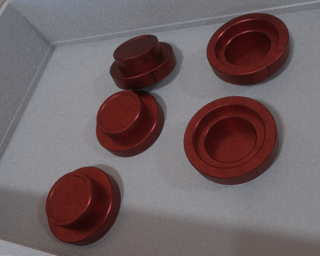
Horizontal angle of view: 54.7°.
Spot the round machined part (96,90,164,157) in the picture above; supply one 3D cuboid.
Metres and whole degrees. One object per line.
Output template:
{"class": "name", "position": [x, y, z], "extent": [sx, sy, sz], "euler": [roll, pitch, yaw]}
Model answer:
{"class": "round machined part", "position": [-0.047, -0.013, 0.426], "extent": [0.098, 0.042, 0.098], "euler": [-13, 56, 20]}

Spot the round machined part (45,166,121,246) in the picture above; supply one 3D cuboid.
{"class": "round machined part", "position": [-0.103, 0.094, 0.390], "extent": [0.098, 0.042, 0.098], "euler": [-13, 56, 20]}

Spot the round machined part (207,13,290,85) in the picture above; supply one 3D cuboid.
{"class": "round machined part", "position": [0.113, -0.094, 0.393], "extent": [0.098, 0.042, 0.098], "euler": [-13, 56, 20]}

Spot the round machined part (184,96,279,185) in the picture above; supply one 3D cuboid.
{"class": "round machined part", "position": [0.080, 0.017, 0.342], "extent": [0.098, 0.042, 0.098], "euler": [-13, 56, 20]}

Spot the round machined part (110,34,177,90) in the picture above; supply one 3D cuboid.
{"class": "round machined part", "position": [-0.029, -0.101, 0.452], "extent": [0.098, 0.042, 0.098], "euler": [-14, 38, 12]}
